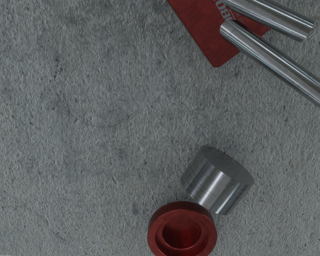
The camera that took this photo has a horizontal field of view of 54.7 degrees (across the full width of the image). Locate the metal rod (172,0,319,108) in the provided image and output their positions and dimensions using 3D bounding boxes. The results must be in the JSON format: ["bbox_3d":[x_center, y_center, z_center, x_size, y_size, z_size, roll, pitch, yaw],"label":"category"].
[{"bbox_3d":[0.087,-0.102,0.342,0.301,0.025,0.025,36,106,-1],"label":"metal rod"}]

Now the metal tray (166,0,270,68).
[{"bbox_3d":[0.063,-0.136,0.327,0.090,0.030,0.130,-36,135,12],"label":"metal tray"}]

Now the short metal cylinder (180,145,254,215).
[{"bbox_3d":[0.074,0.067,0.406,0.080,0.080,0.050,28,108,-10],"label":"short metal cylinder"}]

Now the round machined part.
[{"bbox_3d":[0.032,0.149,0.456,0.099,0.042,0.097,0,110,0],"label":"round machined part"}]

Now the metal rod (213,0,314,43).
[{"bbox_3d":[0.015,-0.162,0.316,0.301,0.025,0.025,24,108,-2],"label":"metal rod"}]
